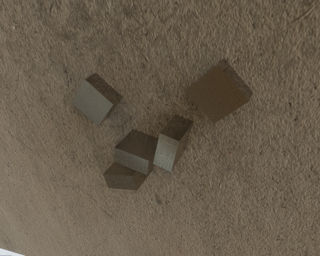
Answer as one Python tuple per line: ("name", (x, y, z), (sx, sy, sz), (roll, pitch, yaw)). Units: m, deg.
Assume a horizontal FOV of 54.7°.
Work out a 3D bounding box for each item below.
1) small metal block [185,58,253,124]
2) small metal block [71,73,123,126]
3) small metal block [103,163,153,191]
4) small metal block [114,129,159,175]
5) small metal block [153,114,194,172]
("small metal block", (0.066, -0.041, 0.347), (0.050, 0.025, 0.050), (48, 129, -6))
("small metal block", (-0.087, -0.039, 0.429), (0.050, 0.025, 0.050), (42, 129, -1))
("small metal block", (-0.046, 0.064, 0.455), (0.050, 0.050, 0.025), (-1, 118, 29))
("small metal block", (-0.028, 0.032, 0.425), (0.050, 0.050, 0.025), (20, 126, 16))
("small metal block", (0.017, 0.018, 0.393), (0.025, 0.050, 0.050), (23, 127, 14))
